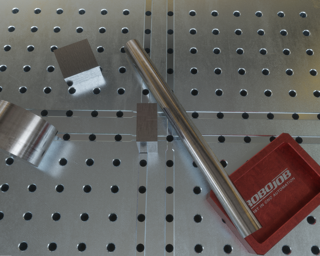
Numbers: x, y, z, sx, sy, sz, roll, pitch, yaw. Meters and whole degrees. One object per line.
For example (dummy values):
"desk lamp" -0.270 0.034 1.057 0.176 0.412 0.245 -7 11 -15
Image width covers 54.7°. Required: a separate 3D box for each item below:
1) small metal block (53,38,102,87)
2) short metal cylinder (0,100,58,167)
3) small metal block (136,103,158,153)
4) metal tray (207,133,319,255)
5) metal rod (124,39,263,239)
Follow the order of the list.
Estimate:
"small metal block" -0.118 -0.094 0.445 0.050 0.025 0.050 -23 72 -8
"short metal cylinder" -0.174 0.008 0.378 0.080 0.080 0.050 22 72 7
"small metal block" -0.016 0.001 0.398 0.025 0.050 0.050 -1 70 0
"metal tray" 0.135 0.078 0.381 0.131 0.030 0.090 -36 74 -12
"metal rod" 0.029 -0.005 0.393 0.025 0.025 0.299 -27 65 -9
